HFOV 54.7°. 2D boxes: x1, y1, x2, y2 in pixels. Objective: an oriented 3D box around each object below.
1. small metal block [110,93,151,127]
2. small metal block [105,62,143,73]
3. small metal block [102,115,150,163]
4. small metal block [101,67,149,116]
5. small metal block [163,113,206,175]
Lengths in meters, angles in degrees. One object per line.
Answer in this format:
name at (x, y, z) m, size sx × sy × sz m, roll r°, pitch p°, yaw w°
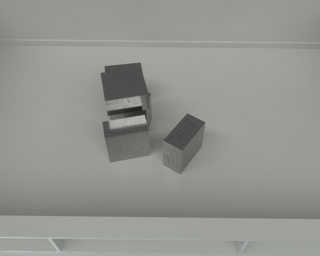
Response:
small metal block at (-0.039, -0.023, 0.408) m, size 0.050 × 0.050 × 0.025 m, roll 10°, pitch 51°, yaw 8°
small metal block at (-0.050, -0.063, 0.442) m, size 0.050 × 0.050 × 0.025 m, roll -7°, pitch 51°, yaw -6°
small metal block at (-0.040, 0.014, 0.377) m, size 0.050 × 0.050 × 0.025 m, roll -10°, pitch 51°, yaw -8°
small metal block at (-0.043, -0.045, 0.378) m, size 0.050 × 0.025 × 0.050 m, roll -10°, pitch 51°, yaw -8°
small metal block at (0.029, 0.019, 0.373) m, size 0.025 × 0.050 × 0.050 m, roll 28°, pitch 56°, yaw 22°
